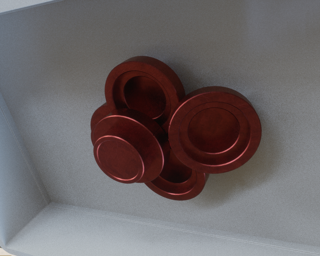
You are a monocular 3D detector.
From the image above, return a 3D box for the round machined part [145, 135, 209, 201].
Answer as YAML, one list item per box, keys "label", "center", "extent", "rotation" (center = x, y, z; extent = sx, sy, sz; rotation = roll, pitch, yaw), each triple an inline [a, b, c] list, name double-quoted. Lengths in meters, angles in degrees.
- label: "round machined part"
  center: [0.019, 0.045, 0.412]
  extent: [0.098, 0.042, 0.097]
  rotation: [13, 124, 20]

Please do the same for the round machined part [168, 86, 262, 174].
- label: "round machined part"
  center: [0.060, -0.001, 0.349]
  extent: [0.099, 0.042, 0.097]
  rotation: [2, 114, 4]

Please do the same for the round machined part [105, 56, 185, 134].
- label: "round machined part"
  center: [-0.014, -0.040, 0.377]
  extent: [0.098, 0.042, 0.097]
  rotation: [13, 124, 20]

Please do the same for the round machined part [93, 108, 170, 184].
- label: "round machined part"
  center: [-0.041, 0.029, 0.377]
  extent: [0.098, 0.042, 0.097]
  rotation: [13, 124, 20]

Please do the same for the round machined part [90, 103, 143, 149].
- label: "round machined part"
  center: [-0.056, 0.012, 0.428]
  extent: [0.098, 0.042, 0.097]
  rotation: [13, 124, 20]
